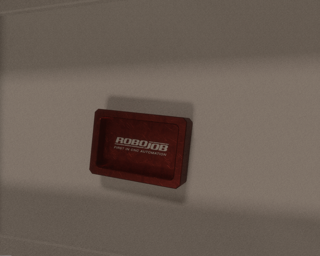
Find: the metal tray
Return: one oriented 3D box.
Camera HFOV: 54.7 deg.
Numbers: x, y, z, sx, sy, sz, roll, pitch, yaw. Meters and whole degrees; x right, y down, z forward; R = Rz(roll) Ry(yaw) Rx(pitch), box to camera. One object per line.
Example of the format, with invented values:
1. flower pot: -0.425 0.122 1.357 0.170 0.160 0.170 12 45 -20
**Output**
1. metal tray: -0.027 0.025 0.416 0.130 0.030 0.089 7 92 19
